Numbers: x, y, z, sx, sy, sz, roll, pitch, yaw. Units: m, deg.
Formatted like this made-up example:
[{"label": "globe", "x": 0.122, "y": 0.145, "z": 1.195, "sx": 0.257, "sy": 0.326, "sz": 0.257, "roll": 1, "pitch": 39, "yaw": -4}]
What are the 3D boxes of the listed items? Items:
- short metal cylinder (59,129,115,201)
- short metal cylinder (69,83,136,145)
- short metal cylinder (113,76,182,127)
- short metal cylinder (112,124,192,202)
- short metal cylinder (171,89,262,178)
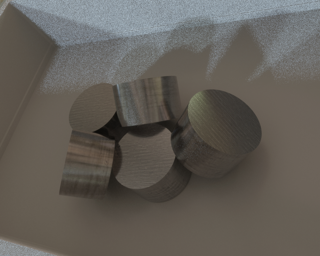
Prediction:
[{"label": "short metal cylinder", "x": -0.089, "y": 0.045, "z": 0.377, "sx": 0.050, "sy": 0.080, "sz": 0.080, "roll": 11, "pitch": 59, "yaw": -14}, {"label": "short metal cylinder", "x": -0.079, "y": -0.016, "z": 0.436, "sx": 0.080, "sy": 0.050, "sz": 0.080, "roll": -13, "pitch": 56, "yaw": 20}, {"label": "short metal cylinder", "x": -0.015, "y": -0.033, "z": 0.385, "sx": 0.080, "sy": 0.080, "sz": 0.050, "roll": -8, "pitch": 94, "yaw": 24}, {"label": "short metal cylinder", "x": -0.009, "y": 0.041, "z": 0.366, "sx": 0.080, "sy": 0.050, "sz": 0.080, "roll": -13, "pitch": 56, "yaw": 20}, {"label": "short metal cylinder", "x": 0.058, "y": 0.006, "z": 0.327, "sx": 0.081, "sy": 0.050, "sz": 0.080, "roll": 11, "pitch": 52, "yaw": -14}]
